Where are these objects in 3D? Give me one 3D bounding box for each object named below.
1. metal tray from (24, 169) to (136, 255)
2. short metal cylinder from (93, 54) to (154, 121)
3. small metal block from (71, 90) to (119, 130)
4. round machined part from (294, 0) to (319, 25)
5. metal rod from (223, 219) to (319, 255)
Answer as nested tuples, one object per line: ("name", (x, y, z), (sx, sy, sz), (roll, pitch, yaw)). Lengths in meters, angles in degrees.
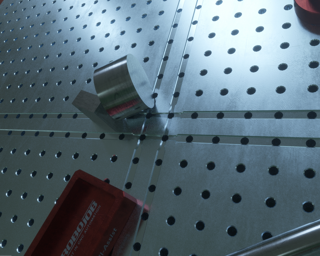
("metal tray", (-0.098, 0.125, 0.377), (0.090, 0.030, 0.130), (17, 71, 34))
("short metal cylinder", (-0.048, -0.056, 0.431), (0.050, 0.080, 0.080), (-21, 54, 16))
("small metal block", (-0.092, -0.027, 0.455), (0.050, 0.050, 0.025), (21, 73, 35))
("round machined part", (0.222, -0.181, 0.392), (0.098, 0.042, 0.098), (-13, 56, 20))
("metal rod", (0.038, 0.146, 0.297), (0.301, 0.025, 0.025), (-26, 53, 11))
